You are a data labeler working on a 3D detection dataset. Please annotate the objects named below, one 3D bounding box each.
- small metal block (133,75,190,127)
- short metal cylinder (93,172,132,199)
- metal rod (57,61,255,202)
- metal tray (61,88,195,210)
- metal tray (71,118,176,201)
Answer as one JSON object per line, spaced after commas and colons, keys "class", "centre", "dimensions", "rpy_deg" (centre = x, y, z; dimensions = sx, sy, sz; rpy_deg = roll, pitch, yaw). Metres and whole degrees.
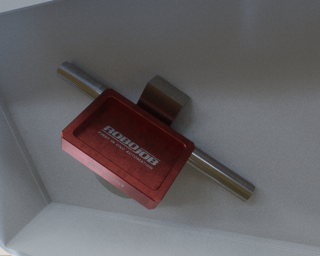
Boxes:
{"class": "small metal block", "centre": [0.001, -0.029, 0.387], "dimensions": [0.050, 0.025, 0.050], "rpy_deg": [35, 129, 4]}
{"class": "short metal cylinder", "centre": [-0.050, 0.054, 0.441], "dimensions": [0.080, 0.050, 0.079], "rpy_deg": [19, 134, 21]}
{"class": "metal rod", "centre": [-0.009, 0.002, 0.413], "dimensions": [0.301, 0.025, 0.025], "rpy_deg": [34, 129, 5]}
{"class": "metal tray", "centre": [-0.036, 0.021, 0.362], "dimensions": [0.130, 0.090, 0.030], "rpy_deg": [34, 146, 5]}
{"class": "metal tray", "centre": [-0.038, 0.034, 0.405], "dimensions": [0.130, 0.090, 0.030], "rpy_deg": [34, 129, 5]}
